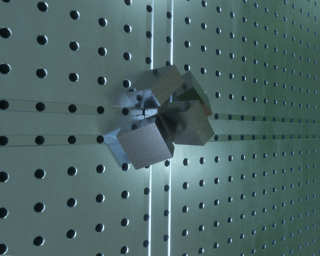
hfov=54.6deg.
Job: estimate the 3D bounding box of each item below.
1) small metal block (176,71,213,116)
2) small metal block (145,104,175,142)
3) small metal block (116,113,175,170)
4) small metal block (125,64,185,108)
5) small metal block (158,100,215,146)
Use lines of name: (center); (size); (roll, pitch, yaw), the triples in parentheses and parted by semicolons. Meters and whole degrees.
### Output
small metal block: (0.046, -0.044, 0.429); (0.050, 0.025, 0.050); (50, 21, -28)
small metal block: (0.007, -0.006, 0.414); (0.050, 0.025, 0.050); (1, 89, -41)
small metal block: (-0.016, 0.017, 0.374); (0.050, 0.050, 0.025); (63, 18, -21)
small metal block: (-0.007, -0.051, 0.386); (0.050, 0.050, 0.025); (-48, 119, -29)
small metal block: (0.032, -0.006, 0.386); (0.025, 0.050, 0.050); (-44, 117, -32)
